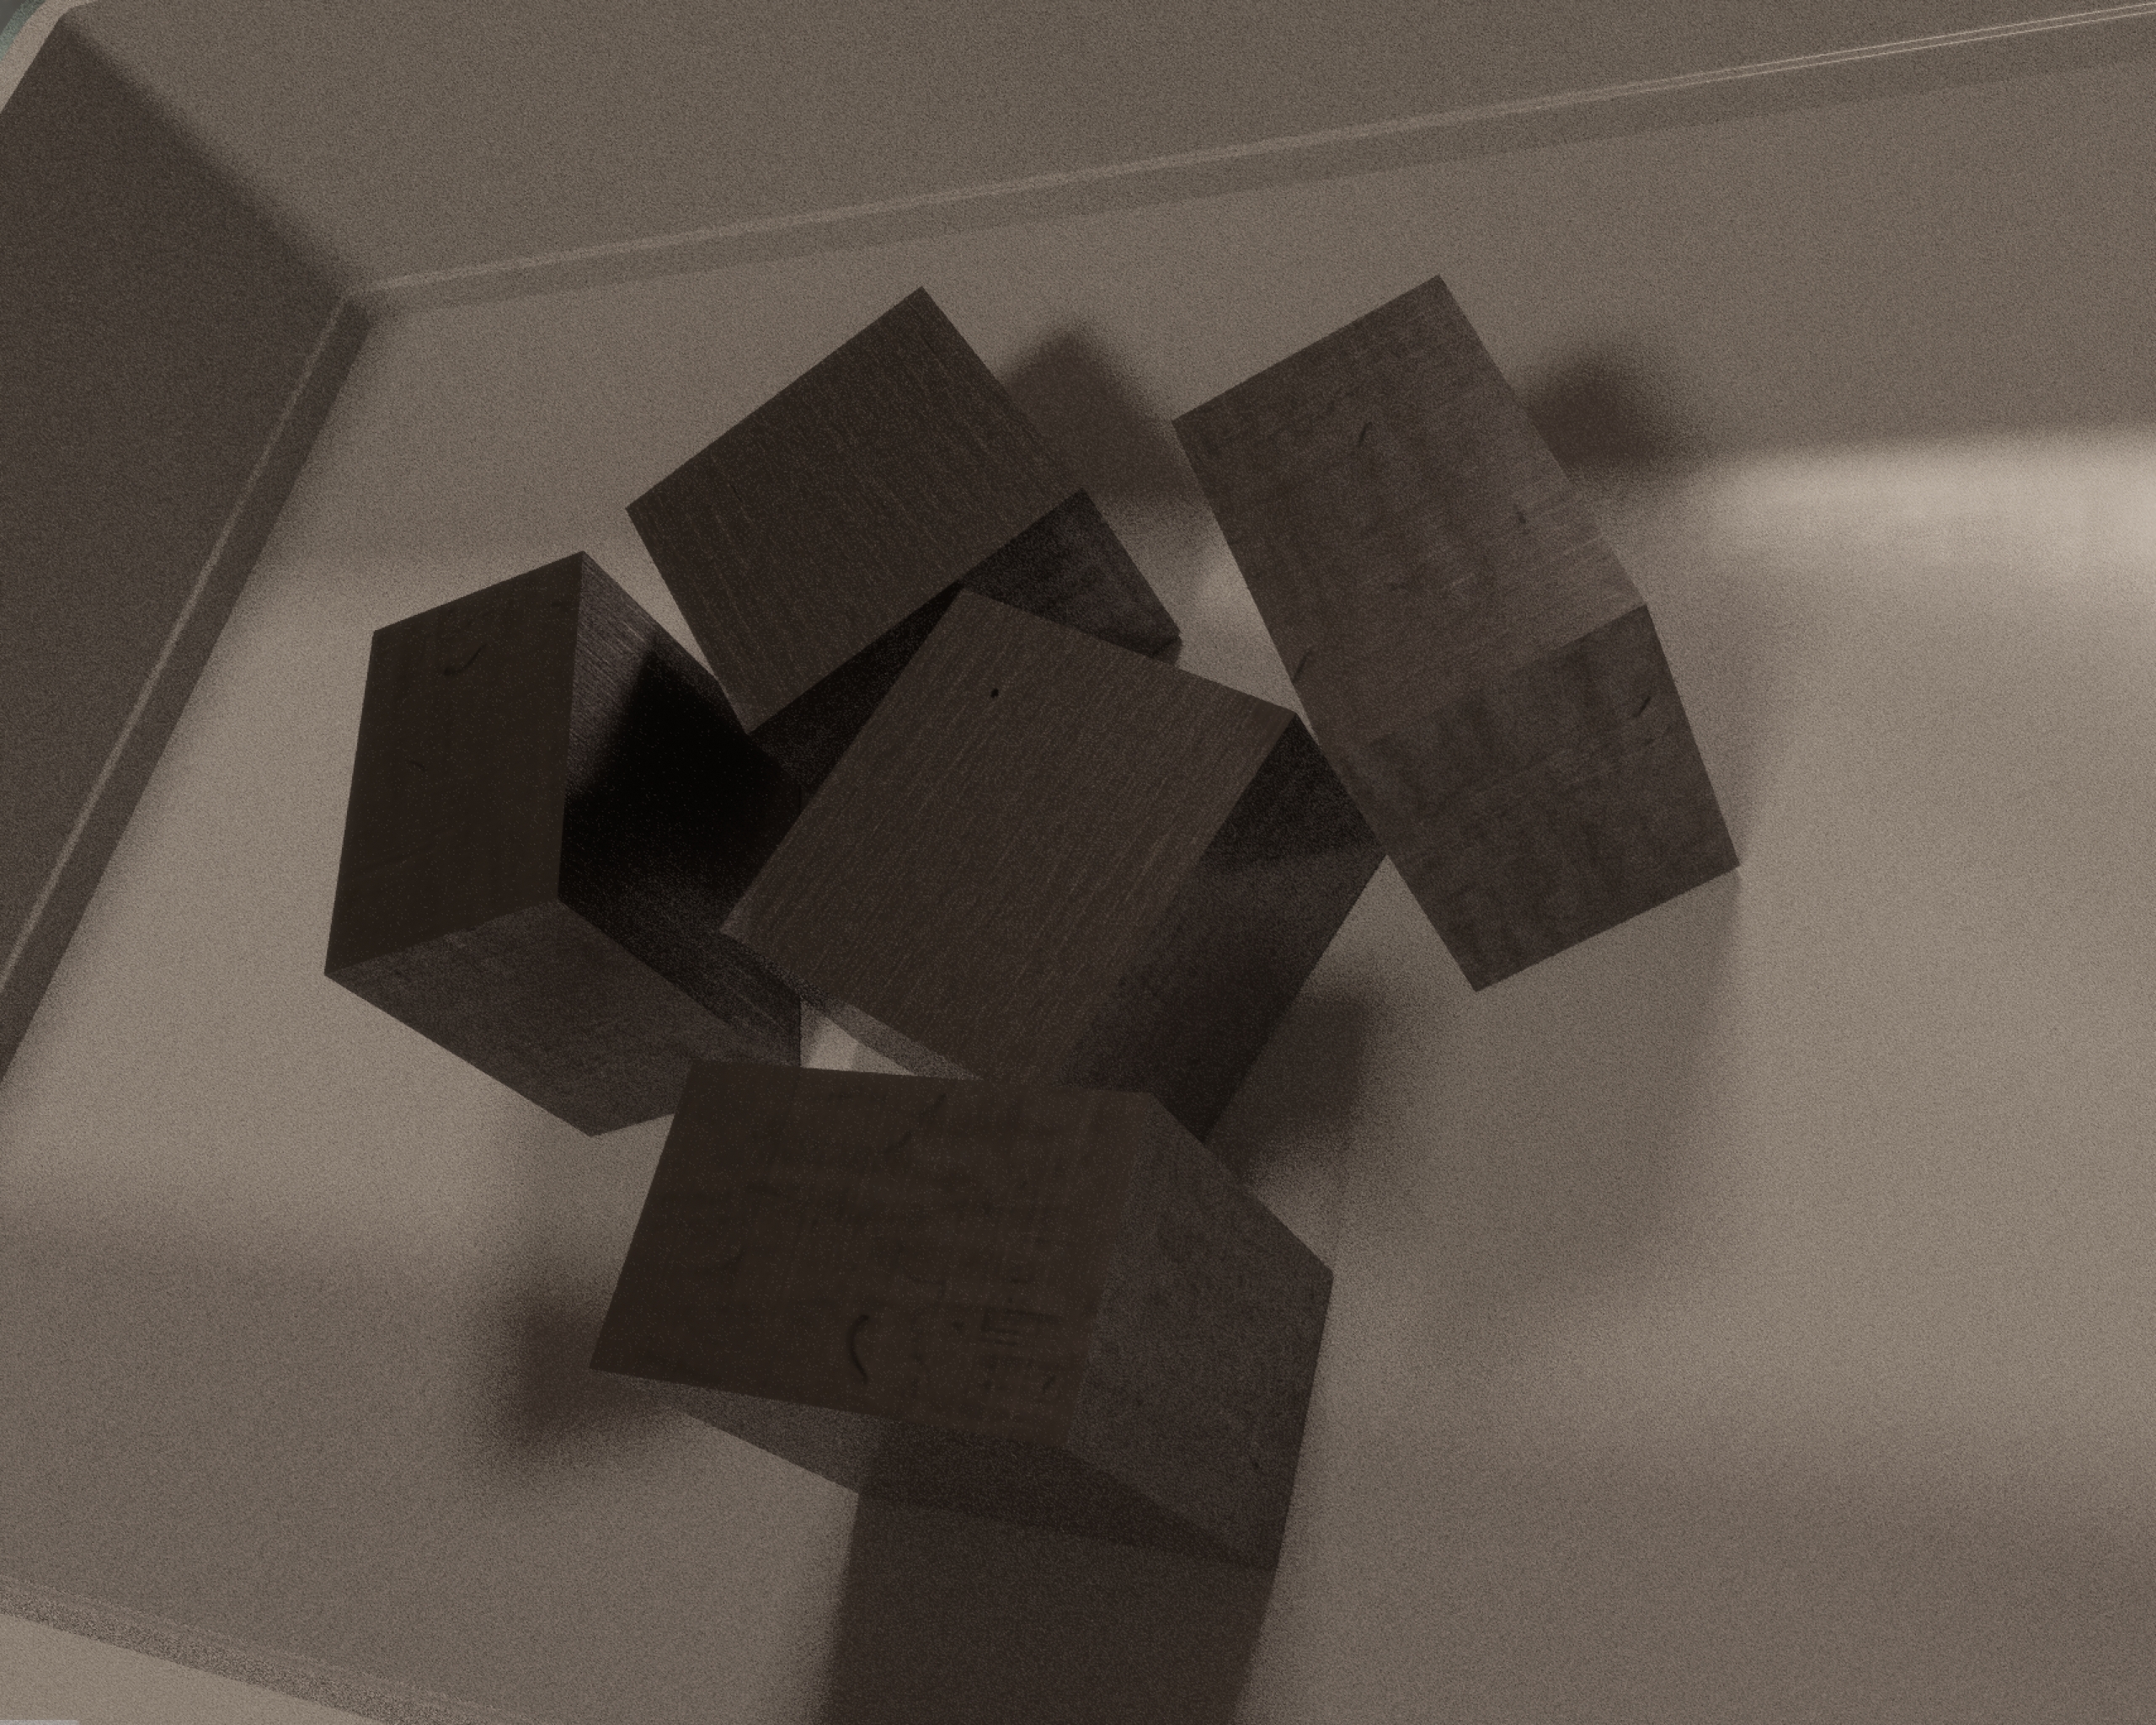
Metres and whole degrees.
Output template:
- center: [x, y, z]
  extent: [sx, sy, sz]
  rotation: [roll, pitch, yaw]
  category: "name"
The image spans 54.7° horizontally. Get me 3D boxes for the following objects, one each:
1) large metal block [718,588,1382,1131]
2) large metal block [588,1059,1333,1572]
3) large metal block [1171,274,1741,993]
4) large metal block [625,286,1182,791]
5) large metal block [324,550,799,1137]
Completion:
- center: [-0.004, 0.005, 0.386]
  extent: [0.080, 0.050, 0.080]
  rotation: [25, 75, 36]
  category: "large metal block"
- center: [-0.015, 0.072, 0.332]
  extent: [0.080, 0.080, 0.050]
  rotation: [1, 62, 28]
  category: "large metal block"
- center: [0.065, -0.037, 0.356]
  extent: [0.050, 0.080, 0.080]
  rotation: [-27, 53, 11]
  category: "large metal block"
- center: [-0.038, -0.063, 0.444]
  extent: [0.080, 0.050, 0.080]
  rotation: [-36, 51, 4]
  category: "large metal block"
- center: [-0.099, -0.001, 0.420]
  extent: [0.050, 0.080, 0.080]
  rotation: [-17, 55, 18]
  category: "large metal block"
